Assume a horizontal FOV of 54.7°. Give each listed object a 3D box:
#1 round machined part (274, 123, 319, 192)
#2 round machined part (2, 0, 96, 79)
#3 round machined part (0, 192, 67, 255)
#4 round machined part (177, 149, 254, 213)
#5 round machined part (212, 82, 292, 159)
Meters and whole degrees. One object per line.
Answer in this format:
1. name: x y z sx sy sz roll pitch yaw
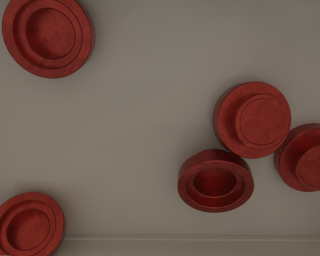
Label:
1. round machined part: 0.212 0.046 0.422 0.099 0.042 0.097 0 110 -1
2. round machined part: -0.124 -0.110 0.360 0.099 0.042 0.097 0 110 -1
3. round machined part: -0.182 0.143 0.434 0.099 0.098 0.042 7 150 -3
4. round machined part: 0.073 0.067 0.419 0.099 0.042 0.097 2 126 3
5. round machined part: 0.119 -0.009 0.387 0.099 0.042 0.097 -1 96 -8
